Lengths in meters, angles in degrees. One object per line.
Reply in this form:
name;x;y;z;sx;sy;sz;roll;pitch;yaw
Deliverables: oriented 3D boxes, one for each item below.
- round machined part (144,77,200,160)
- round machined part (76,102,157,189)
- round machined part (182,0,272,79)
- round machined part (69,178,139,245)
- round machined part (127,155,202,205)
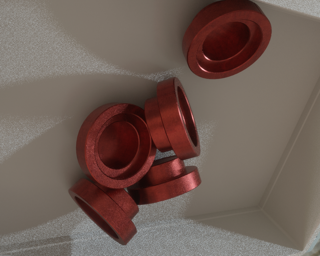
round machined part;0.013;-0.008;0.371;0.042;0.098;0.098;-17;130;14
round machined part;-0.053;0.019;0.364;0.099;0.042;0.097;-7;101;-41
round machined part;0.072;-0.105;0.356;0.099;0.042;0.098;-12;147;-8
round machined part;-0.065;0.098;0.391;0.042;0.098;0.098;-45;133;-26
round machined part;0.003;0.065;0.415;0.099;0.098;0.042;-16;90;-19
